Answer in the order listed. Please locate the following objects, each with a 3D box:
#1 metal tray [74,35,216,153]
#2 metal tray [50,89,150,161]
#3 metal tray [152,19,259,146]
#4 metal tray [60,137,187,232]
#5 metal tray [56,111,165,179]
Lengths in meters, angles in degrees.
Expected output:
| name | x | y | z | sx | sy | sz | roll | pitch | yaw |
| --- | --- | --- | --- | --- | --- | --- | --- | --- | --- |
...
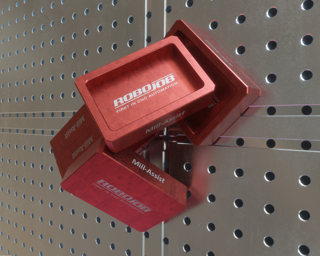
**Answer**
| name | x | y | z | sx | sy | sz | roll | pitch | yaw |
| --- | --- | --- | --- | --- | --- | --- | --- | --- | --- |
| metal tray | -0.016 | -0.041 | 0.347 | 0.131 | 0.030 | 0.090 | -27 | 66 | -11 |
| metal tray | -0.080 | -0.001 | 0.430 | 0.130 | 0.091 | 0.030 | -39 | 66 | 32 |
| metal tray | 0.041 | -0.054 | 0.369 | 0.090 | 0.030 | 0.130 | -51 | 61 | 27 |
| metal tray | -0.042 | 0.073 | 0.382 | 0.090 | 0.130 | 0.030 | -39 | 25 | 33 |
| metal tray | -0.067 | 0.024 | 0.418 | 0.130 | 0.091 | 0.030 | -39 | 66 | 32 |
